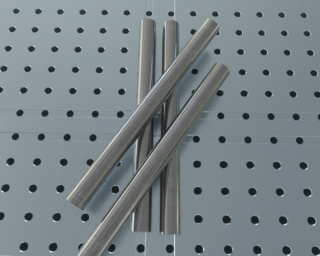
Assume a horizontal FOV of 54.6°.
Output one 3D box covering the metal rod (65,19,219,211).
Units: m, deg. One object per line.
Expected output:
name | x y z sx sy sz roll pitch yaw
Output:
metal rod | -0.012 -0.029 0.396 0.025 0.025 0.300 33 73 11

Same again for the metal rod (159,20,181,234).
metal rod | 0.014 -0.015 0.418 0.025 0.025 0.299 1 70 0

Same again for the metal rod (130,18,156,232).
metal rod | -0.021 -0.017 0.419 0.025 0.025 0.299 1 70 0

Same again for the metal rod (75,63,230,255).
metal rod | -0.003 0.037 0.371 0.025 0.025 0.300 33 73 11
